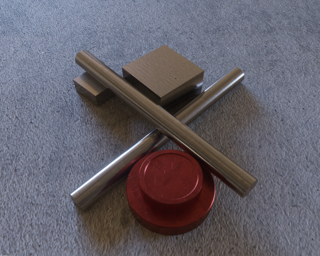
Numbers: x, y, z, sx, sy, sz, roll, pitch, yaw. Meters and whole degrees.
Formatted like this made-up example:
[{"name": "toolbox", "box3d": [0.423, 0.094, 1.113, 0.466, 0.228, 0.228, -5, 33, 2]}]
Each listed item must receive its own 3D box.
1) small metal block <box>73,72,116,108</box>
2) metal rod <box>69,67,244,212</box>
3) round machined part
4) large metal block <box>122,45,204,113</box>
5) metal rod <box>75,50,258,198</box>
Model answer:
[{"name": "small metal block", "box3d": [-0.090, -0.063, 0.458, 0.050, 0.025, 0.050, 35, 58, 25]}, {"name": "metal rod", "box3d": [0.014, 0.000, 0.407, 0.025, 0.025, 0.302, 37, 59, 26]}, {"name": "round machined part", "box3d": [0.012, 0.062, 0.341, 0.099, 0.042, 0.098, 0, 50, 0]}, {"name": "large metal block", "box3d": [0.004, -0.066, 0.445, 0.080, 0.050, 0.080, -34, 58, -26]}, {"name": "metal rod", "box3d": [-0.011, -0.020, 0.389, 0.025, 0.025, 0.300, -36, 59, -27]}]
